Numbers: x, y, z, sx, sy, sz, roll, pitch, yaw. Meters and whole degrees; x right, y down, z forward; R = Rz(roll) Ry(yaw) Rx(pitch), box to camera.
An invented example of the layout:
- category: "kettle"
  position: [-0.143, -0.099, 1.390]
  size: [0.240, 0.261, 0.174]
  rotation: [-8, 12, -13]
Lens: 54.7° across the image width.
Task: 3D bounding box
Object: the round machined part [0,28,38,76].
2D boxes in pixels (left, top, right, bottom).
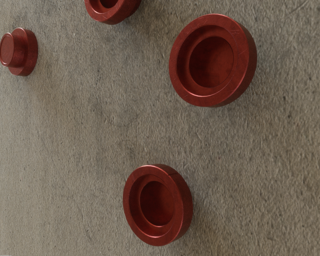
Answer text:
- category: "round machined part"
  position: [-0.297, -0.158, 0.639]
  size: [0.098, 0.042, 0.097]
  rotation: [0, 90, 40]

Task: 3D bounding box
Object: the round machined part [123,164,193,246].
- category: "round machined part"
  position: [0.002, 0.094, 0.393]
  size: [0.098, 0.042, 0.097]
  rotation: [0, 90, 40]

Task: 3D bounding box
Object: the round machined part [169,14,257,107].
- category: "round machined part"
  position: [0.061, -0.071, 0.344]
  size: [0.098, 0.042, 0.097]
  rotation: [0, 90, 40]

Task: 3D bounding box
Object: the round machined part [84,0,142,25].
- category: "round machined part"
  position: [-0.062, -0.198, 0.446]
  size: [0.098, 0.042, 0.097]
  rotation: [0, 90, 40]
